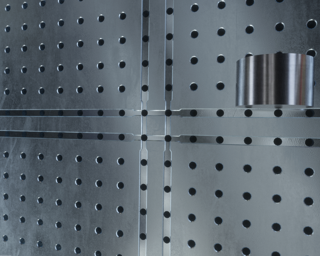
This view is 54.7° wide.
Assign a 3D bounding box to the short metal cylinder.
[{"bbox_3d":[0.125,-0.048,0.339,0.080,0.080,0.050,2,91,19],"label":"short metal cylinder"}]
